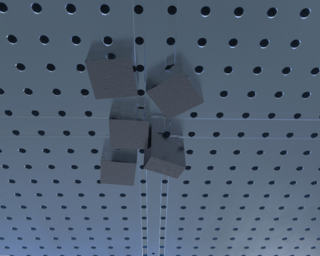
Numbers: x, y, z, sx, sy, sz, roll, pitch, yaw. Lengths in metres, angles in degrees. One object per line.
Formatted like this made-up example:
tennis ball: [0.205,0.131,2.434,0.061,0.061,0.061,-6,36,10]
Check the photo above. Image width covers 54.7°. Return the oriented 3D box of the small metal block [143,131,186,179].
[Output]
small metal block: [0.006,0.037,0.427,0.050,0.050,0.025,19,127,-16]

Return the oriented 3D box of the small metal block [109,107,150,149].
small metal block: [-0.040,0.001,0.412,0.050,0.025,0.050,3,130,-3]

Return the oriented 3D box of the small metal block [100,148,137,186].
small metal block: [-0.061,0.059,0.461,0.050,0.025,0.050,5,130,-5]

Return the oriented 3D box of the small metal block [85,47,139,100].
small metal block: [-0.054,-0.062,0.358,0.050,0.025,0.050,-5,130,3]

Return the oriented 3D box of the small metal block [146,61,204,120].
small metal block: [0.018,-0.044,0.374,0.050,0.025,0.050,-26,126,20]
